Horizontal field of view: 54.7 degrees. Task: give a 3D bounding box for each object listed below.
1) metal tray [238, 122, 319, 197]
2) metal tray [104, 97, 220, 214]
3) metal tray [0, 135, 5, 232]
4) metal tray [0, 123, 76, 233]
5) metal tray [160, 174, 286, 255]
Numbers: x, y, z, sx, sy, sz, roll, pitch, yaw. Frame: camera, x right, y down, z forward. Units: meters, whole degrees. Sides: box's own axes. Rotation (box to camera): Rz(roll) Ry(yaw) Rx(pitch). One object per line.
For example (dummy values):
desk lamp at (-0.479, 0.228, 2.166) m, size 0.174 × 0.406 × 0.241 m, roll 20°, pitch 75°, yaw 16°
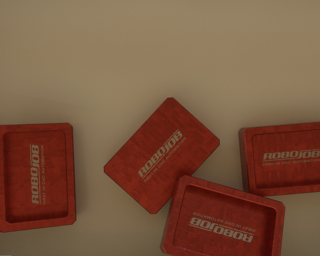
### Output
metal tray at (0.176, 0.039, 0.411) m, size 0.131 × 0.030 × 0.089 m, roll -5°, pitch 90°, yaw -1°
metal tray at (0.002, 0.035, 0.409) m, size 0.090 × 0.030 × 0.130 m, roll 43°, pitch 90°, yaw -1°
metal tray at (-0.244, 0.071, 0.377) m, size 0.030 × 0.091 × 0.129 m, roll -4°, pitch 90°, yaw 43°
metal tray at (-0.156, 0.060, 0.395) m, size 0.091 × 0.030 × 0.129 m, roll -2°, pitch 90°, yaw -15°
metal tray at (0.074, 0.116, 0.363) m, size 0.131 × 0.030 × 0.090 m, roll 16°, pitch 68°, yaw -1°
